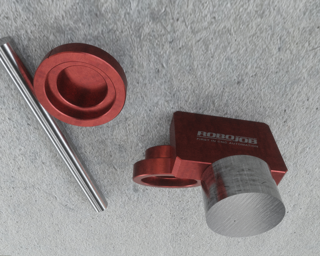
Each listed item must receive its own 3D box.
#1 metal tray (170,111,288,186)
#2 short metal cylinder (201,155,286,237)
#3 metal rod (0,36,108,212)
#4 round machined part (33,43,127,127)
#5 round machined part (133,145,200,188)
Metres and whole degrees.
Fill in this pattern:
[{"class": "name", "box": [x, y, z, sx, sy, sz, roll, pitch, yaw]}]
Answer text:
[{"class": "metal tray", "box": [0.080, 0.025, 0.386, 0.131, 0.090, 0.030, 7, 130, -7]}, {"class": "short metal cylinder", "box": [0.087, 0.075, 0.337, 0.081, 0.050, 0.079, 0, 130, 0]}, {"class": "metal rod", "box": [-0.133, 0.019, 0.421, 0.025, 0.025, 0.299, -11, 130, 8]}, {"class": "round machined part", "box": [-0.086, -0.052, 0.351, 0.099, 0.042, 0.097, -1, 130, 0]}, {"class": "round machined part", "box": [0.013, 0.053, 0.424, 0.099, 0.042, 0.098, 2, 159, 1]}]
